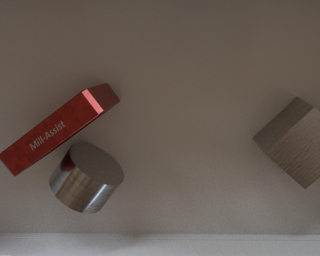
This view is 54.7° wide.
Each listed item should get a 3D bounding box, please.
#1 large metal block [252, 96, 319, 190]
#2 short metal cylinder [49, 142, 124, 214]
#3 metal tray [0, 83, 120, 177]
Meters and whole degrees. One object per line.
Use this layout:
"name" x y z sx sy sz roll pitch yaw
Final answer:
"large metal block" 0.186 0.019 0.408 0.080 0.050 0.080 40 105 -14
"short metal cylinder" -0.095 0.064 0.404 0.080 0.080 0.050 34 106 -12
"metal tray" -0.116 -0.002 0.372 0.130 0.090 0.030 -35 97 11
